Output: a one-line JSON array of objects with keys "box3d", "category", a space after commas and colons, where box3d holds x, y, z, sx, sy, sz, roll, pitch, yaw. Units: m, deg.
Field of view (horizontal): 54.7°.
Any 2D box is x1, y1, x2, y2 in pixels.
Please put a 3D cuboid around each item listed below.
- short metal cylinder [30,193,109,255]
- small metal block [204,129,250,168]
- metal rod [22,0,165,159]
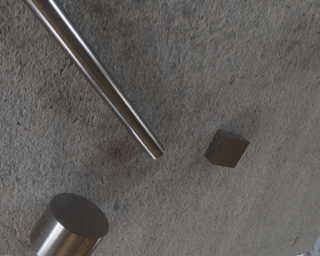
[{"box3d": [-0.112, 0.128, 0.390, 0.080, 0.080, 0.050, 26, 104, -37], "category": "short metal cylinder"}, {"box3d": [0.105, 0.033, 0.487, 0.050, 0.025, 0.050, 13, 112, -34], "category": "small metal block"}, {"box3d": [-0.071, -0.062, 0.330, 0.025, 0.025, 0.300, -38, 130, -3], "category": "metal rod"}]
